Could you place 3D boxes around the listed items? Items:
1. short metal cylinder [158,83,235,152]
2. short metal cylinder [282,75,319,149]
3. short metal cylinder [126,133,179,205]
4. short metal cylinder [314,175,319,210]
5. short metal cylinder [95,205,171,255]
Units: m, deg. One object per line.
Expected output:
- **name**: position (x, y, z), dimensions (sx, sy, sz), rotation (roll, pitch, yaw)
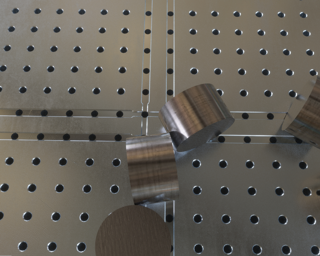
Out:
- **short metal cylinder**: position (0.045, -0.011, 0.387), dimensions (0.080, 0.080, 0.050), rotation (-25, 72, -9)
- **short metal cylinder**: position (0.199, -0.020, 0.391), dimensions (0.050, 0.080, 0.080), rotation (29, 73, 10)
- **short metal cylinder**: position (-0.009, 0.048, 0.365), dimensions (0.050, 0.080, 0.080), rotation (-8, 70, -3)
- **short metal cylinder**: position (0.237, 0.079, 0.371), dimensions (0.081, 0.050, 0.080), rotation (0, 70, 0)
- **short metal cylinder**: position (-0.028, 0.131, 0.350), dimensions (0.081, 0.050, 0.080), rotation (0, 70, 0)
